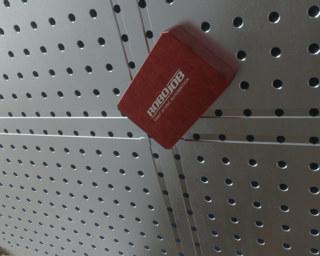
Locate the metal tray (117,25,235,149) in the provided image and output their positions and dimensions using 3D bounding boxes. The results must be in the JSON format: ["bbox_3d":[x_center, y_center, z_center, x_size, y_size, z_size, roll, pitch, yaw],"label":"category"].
[{"bbox_3d":[0.014,-0.043,0.374,0.090,0.030,0.129,40,129,1],"label":"metal tray"}]
